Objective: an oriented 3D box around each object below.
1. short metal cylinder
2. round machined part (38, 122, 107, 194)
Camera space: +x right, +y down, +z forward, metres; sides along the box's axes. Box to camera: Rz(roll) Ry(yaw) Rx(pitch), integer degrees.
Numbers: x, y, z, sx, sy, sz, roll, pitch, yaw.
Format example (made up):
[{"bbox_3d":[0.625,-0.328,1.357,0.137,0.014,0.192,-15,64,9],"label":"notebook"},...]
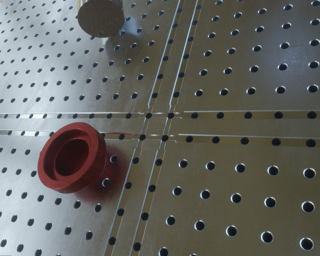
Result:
[{"bbox_3d":[-0.106,-0.210,0.555,0.080,0.080,0.050,-21,54,16],"label":"short metal cylinder"},{"bbox_3d":[-0.116,0.044,0.429,0.098,0.042,0.098,-13,56,20],"label":"round machined part"}]
